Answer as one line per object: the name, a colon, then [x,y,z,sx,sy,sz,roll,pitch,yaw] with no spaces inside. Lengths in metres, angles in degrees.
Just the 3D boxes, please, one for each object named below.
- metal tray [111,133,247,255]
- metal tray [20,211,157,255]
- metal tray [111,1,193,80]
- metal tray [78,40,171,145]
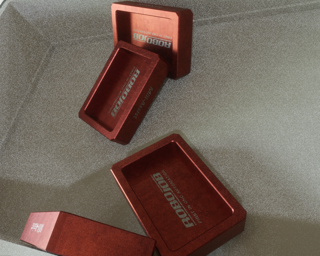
metal tray: [0.015,0.072,0.330,0.091,0.030,0.130,-27,50,-15]
metal tray: [-0.075,0.108,0.299,0.130,0.090,0.030,-24,46,55]
metal tray: [-0.015,-0.130,0.450,0.130,0.089,0.030,24,37,36]
metal tray: [-0.053,-0.052,0.440,0.090,0.030,0.130,31,92,37]
